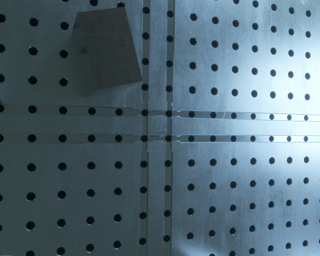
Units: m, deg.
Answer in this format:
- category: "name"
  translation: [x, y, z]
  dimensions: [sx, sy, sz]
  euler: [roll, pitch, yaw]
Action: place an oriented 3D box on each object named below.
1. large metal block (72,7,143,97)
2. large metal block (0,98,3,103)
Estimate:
- category: "large metal block"
  translation: [-0.064, -0.084, 0.359]
  dimensions: [0.050, 0.080, 0.080]
  euler: [-15, 95, -19]
- category: "large metal block"
  translation: [-0.224, -0.047, 0.317]
  dimensions: [0.080, 0.050, 0.080]
  euler: [-28, 100, -18]
